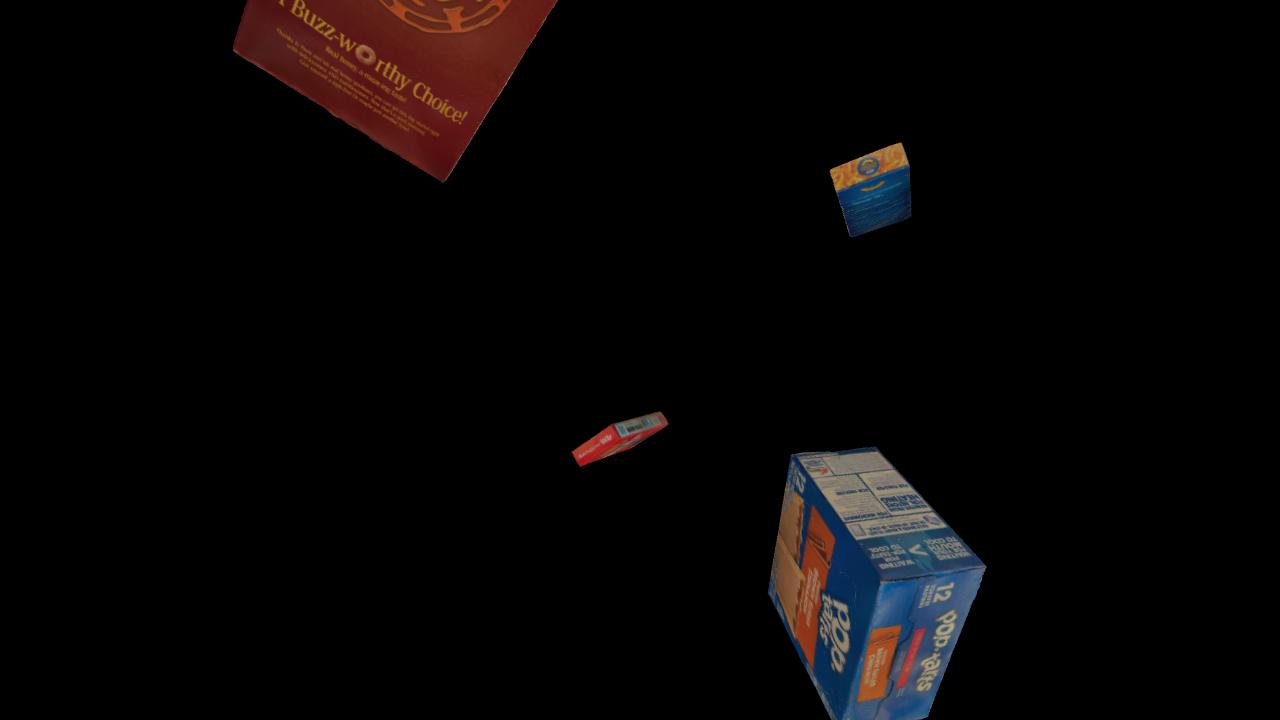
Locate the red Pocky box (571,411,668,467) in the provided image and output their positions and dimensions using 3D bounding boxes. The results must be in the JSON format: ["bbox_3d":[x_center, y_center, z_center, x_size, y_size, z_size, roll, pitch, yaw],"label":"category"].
[{"bbox_3d":[-0.026,0.115,0.910,0.083,0.028,0.155,-35,-14,26],"label":"red Pocky box"}]

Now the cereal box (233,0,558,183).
[{"bbox_3d":[-0.178,-0.327,0.510,0.203,0.081,0.306,29,-54,-25],"label":"cereal box"}]

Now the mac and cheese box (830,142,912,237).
[{"bbox_3d":[0.325,-0.230,0.856,0.093,0.041,0.184,-16,-14,21],"label":"mac and cheese box"}]

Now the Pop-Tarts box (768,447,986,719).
[{"bbox_3d":[0.175,0.179,0.495,0.083,0.167,0.141,-5,29,-11],"label":"Pop-Tarts box"}]
